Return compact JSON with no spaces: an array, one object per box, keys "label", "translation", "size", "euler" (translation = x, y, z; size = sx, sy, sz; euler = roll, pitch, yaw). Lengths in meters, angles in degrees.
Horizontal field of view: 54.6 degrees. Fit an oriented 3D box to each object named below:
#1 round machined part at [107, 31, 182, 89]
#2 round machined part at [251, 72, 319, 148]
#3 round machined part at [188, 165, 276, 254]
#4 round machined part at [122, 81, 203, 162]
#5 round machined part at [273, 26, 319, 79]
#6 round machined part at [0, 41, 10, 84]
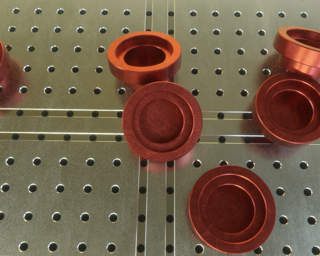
[{"label":"round machined part","translation":[-0.020,-0.089,0.423],"size":[0.099,0.042,0.098],"euler":[-1,46,1]},{"label":"round machined part","translation":[0.170,-0.021,0.411],"size":[0.099,0.042,0.098],"euler":[0,71,0]},{"label":"round machined part","translation":[0.081,0.096,0.368],"size":[0.099,0.042,0.098],"euler":[0,70,0]},{"label":"round machined part","translation":[0.001,-0.009,0.393],"size":[0.099,0.042,0.097],"euler":[-1,94,-8]},{"label":"round machined part","translation":[0.203,-0.102,0.425],"size":[0.099,0.042,0.098],"euler":[7,36,-5]},{"label":"round machined part","translation":[-0.259,-0.087,0.433],"size":[0.099,0.042,0.098],"euler":[0,70,0]}]
